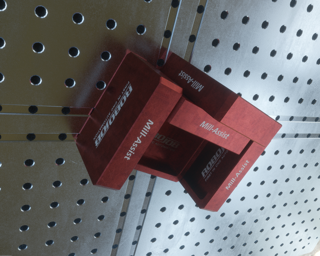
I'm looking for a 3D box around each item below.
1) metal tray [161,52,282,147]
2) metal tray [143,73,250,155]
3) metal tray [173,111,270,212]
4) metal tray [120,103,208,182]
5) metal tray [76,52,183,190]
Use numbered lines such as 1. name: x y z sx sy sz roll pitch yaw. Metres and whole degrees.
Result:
1. metal tray: 0.065 -0.035 0.355 0.090 0.130 0.030 24 105 -37
2. metal tray: 0.043 -0.019 0.379 0.131 0.090 0.030 23 106 -37
3. metal tray: 0.081 0.040 0.436 0.030 0.090 0.129 24 105 -37
4. metal tray: -0.002 0.017 0.416 0.131 0.030 0.090 24 106 -37
5. metal tray: -0.040 -0.009 0.340 0.030 0.090 0.129 24 105 -37
